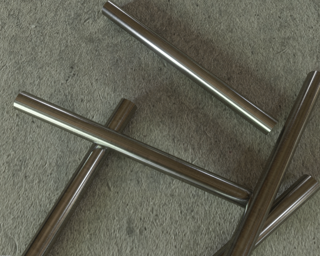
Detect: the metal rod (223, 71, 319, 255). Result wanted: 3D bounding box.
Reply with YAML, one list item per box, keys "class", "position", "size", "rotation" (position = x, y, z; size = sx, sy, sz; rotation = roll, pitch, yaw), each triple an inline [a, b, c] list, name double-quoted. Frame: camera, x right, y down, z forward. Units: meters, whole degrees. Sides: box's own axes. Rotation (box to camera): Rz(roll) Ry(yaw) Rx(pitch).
- class: "metal rod"
  position: [0.144, 0.044, 0.377]
  size: [0.025, 0.025, 0.300]
  rotation: [29, 67, 10]

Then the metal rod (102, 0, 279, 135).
- class: "metal rod"
  position: [0.034, -0.092, 0.441]
  size: [0.300, 0.025, 0.025]
  rotation: [39, 75, 13]

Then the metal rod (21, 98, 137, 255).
- class: "metal rod"
  position: [-0.112, 0.091, 0.373]
  size: [0.025, 0.025, 0.300]
  rotation: [27, 72, 9]

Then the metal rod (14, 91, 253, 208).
- class: "metal rod"
  position: [-0.031, 0.026, 0.376]
  size: [0.301, 0.025, 0.025]
  rotation: [23, 72, -1]

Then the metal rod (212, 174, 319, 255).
- class: "metal rod"
  position: [0.069, 0.154, 0.351]
  size: [0.301, 0.025, 0.025]
  rotation: [-36, 74, -12]
